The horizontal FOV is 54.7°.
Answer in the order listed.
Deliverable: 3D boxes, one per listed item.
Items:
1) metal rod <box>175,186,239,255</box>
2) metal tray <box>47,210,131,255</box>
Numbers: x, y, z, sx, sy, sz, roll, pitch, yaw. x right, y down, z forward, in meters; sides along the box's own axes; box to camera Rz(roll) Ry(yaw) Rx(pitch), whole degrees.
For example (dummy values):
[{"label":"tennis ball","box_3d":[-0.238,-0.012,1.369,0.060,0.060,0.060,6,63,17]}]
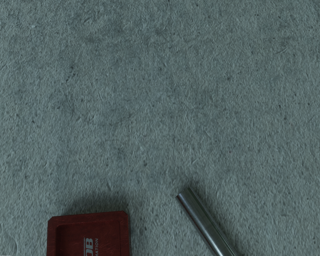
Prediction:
[{"label":"metal rod","box_3d":[0.110,0.196,0.336,0.025,0.025,0.299,-32,73,-11]},{"label":"metal tray","box_3d":[-0.077,0.163,0.345,0.091,0.030,0.130,-4,70,-2]}]
